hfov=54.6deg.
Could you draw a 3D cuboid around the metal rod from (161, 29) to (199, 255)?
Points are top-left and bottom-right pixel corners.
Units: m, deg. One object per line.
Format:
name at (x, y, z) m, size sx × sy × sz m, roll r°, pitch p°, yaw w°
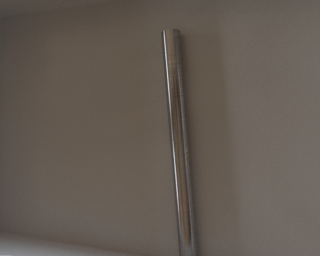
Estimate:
metal rod at (0.026, 0.023, 0.401) m, size 0.025 × 0.025 × 0.298 m, roll -5°, pitch 88°, yaw 20°
